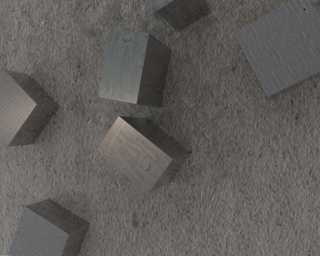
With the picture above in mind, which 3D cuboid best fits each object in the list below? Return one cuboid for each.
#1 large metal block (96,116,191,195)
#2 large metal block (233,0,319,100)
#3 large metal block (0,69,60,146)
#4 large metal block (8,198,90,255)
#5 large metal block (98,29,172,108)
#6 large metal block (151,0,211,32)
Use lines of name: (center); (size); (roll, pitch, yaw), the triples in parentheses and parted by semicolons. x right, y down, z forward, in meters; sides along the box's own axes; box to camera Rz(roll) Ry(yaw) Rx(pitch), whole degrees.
large metal block: (-0.017, 0.030, 0.386); (0.080, 0.080, 0.050); (38, 102, 16)
large metal block: (0.140, -0.086, 0.346); (0.080, 0.050, 0.080); (-27, 81, 18)
large metal block: (-0.215, -0.030, 0.472); (0.080, 0.050, 0.080); (43, 103, 15)
large metal block: (-0.162, 0.162, 0.453); (0.080, 0.050, 0.080); (25, 98, 18)
large metal block: (-0.028, -0.071, 0.390); (0.050, 0.080, 0.080); (12, 94, 19)
large metal block: (0.015, -0.174, 0.374); (0.050, 0.080, 0.080); (-27, 81, 18)
